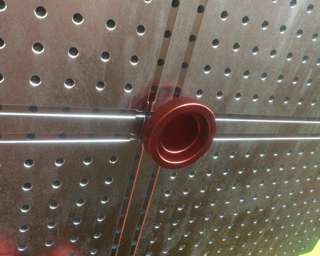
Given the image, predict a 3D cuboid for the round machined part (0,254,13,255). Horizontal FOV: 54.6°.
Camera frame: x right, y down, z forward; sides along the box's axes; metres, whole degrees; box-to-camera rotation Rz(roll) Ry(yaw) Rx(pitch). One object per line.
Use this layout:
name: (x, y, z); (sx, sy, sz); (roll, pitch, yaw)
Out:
round machined part: (-0.228, 0.218, 0.410); (0.099, 0.042, 0.097); (-14, 124, -21)

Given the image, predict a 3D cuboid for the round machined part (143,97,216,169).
round machined part: (0.022, 0.003, 0.414); (0.099, 0.042, 0.097); (-14, 124, -21)
